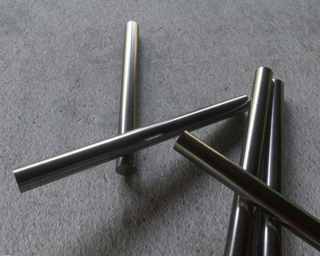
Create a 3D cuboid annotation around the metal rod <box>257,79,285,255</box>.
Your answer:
[{"bbox_3d":[0.132,0.049,0.362,0.025,0.025,0.300,11,51,9],"label":"metal rod"}]

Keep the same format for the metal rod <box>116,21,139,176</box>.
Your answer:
[{"bbox_3d":[-0.045,-0.065,0.457,0.025,0.025,0.300,-2,50,-1],"label":"metal rod"}]

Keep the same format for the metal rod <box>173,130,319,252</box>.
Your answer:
[{"bbox_3d":[0.141,0.095,0.295,0.300,0.025,0.025,35,58,15],"label":"metal rod"}]

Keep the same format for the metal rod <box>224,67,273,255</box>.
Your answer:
[{"bbox_3d":[0.107,0.036,0.362,0.025,0.025,0.300,13,54,11],"label":"metal rod"}]

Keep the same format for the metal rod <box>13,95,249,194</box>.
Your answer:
[{"bbox_3d":[-0.011,0.009,0.367,0.302,0.025,0.025,-19,52,-26],"label":"metal rod"}]
